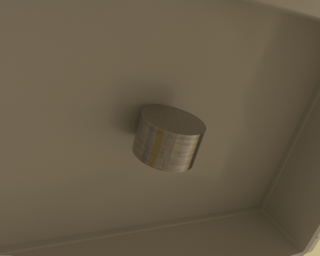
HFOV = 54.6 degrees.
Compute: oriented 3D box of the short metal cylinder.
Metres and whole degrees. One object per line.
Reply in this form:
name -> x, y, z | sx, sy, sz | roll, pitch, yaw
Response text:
short metal cylinder -> 0.010, 0.011, 0.381 | 0.081, 0.080, 0.050 | 2, 118, -29
